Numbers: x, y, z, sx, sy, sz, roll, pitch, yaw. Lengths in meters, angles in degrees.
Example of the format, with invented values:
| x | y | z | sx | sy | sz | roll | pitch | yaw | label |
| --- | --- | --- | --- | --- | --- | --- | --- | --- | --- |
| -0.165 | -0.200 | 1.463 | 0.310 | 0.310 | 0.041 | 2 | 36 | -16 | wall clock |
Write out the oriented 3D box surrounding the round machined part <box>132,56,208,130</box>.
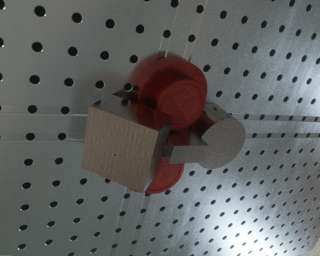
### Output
| x | y | z | sx | sy | sz | roll | pitch | yaw | label |
| --- | --- | --- | --- | --- | --- | --- | --- | --- | --- |
| 0.018 | -0.036 | 0.388 | 0.099 | 0.042 | 0.097 | -14 | 124 | -21 | round machined part |

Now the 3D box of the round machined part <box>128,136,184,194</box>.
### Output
| x | y | z | sx | sy | sz | roll | pitch | yaw | label |
| --- | --- | --- | --- | --- | --- | --- | --- | --- | --- |
| -0.006 | 0.052 | 0.429 | 0.099 | 0.042 | 0.097 | -14 | 124 | -21 | round machined part |

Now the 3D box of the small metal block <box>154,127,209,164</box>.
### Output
| x | y | z | sx | sy | sz | roll | pitch | yaw | label |
| --- | --- | --- | --- | --- | --- | --- | --- | --- | --- |
| 0.025 | 0.020 | 0.392 | 0.050 | 0.050 | 0.025 | 1 | 118 | -29 | small metal block |

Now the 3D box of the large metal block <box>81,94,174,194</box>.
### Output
| x | y | z | sx | sy | sz | roll | pitch | yaw | label |
| --- | --- | --- | --- | --- | --- | --- | --- | --- | --- |
| -0.038 | 0.016 | 0.357 | 0.050 | 0.080 | 0.079 | -46 | 153 | -61 | large metal block |

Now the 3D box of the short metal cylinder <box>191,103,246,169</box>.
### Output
| x | y | z | sx | sy | sz | roll | pitch | yaw | label |
| --- | --- | --- | --- | --- | --- | --- | --- | --- | --- |
| 0.073 | 0.011 | 0.440 | 0.081 | 0.050 | 0.079 | -14 | 124 | -21 | short metal cylinder |
